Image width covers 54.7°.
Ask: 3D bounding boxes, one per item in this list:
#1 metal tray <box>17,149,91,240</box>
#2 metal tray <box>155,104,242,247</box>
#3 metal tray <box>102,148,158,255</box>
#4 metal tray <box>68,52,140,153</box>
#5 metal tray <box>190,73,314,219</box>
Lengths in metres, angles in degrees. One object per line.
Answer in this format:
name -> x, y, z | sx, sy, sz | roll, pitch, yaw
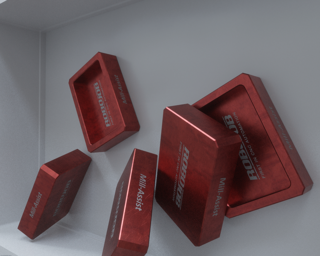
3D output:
metal tray -> -0.167, 0.104, 0.495 | 0.030, 0.090, 0.129 | 32, 111, 12
metal tray -> 0.035, 0.049, 0.337 | 0.090, 0.030, 0.129 | 39, 131, 48
metal tray -> -0.036, 0.100, 0.369 | 0.130, 0.030, 0.089 | -84, 17, -48
metal tray -> -0.089, -0.038, 0.473 | 0.090, 0.030, 0.129 | -31, 71, 35
metal tray -> 0.087, 0.019, 0.330 | 0.090, 0.030, 0.130 | -32, 70, 35
